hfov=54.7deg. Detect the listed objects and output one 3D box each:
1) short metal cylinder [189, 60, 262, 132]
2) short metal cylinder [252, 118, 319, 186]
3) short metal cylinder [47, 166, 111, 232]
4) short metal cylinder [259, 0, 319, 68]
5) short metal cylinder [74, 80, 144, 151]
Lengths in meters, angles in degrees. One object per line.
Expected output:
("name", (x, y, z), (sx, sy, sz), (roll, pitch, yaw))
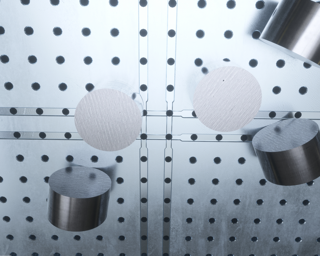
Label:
("short metal cylinder", (0.079, -0.041, 0.386), (0.081, 0.050, 0.079), (0, 110, 0))
("short metal cylinder", (0.166, 0.029, 0.396), (0.080, 0.080, 0.050), (-22, 109, 8))
("short metal cylinder", (-0.109, 0.093, 0.417), (0.081, 0.080, 0.050), (9, 110, -4))
("short metal cylinder", (0.160, -0.106, 0.346), (0.080, 0.080, 0.050), (24, 108, -9))
("short metal cylinder", (-0.062, -0.017, 0.393), (0.081, 0.050, 0.079), (0, 110, 0))
